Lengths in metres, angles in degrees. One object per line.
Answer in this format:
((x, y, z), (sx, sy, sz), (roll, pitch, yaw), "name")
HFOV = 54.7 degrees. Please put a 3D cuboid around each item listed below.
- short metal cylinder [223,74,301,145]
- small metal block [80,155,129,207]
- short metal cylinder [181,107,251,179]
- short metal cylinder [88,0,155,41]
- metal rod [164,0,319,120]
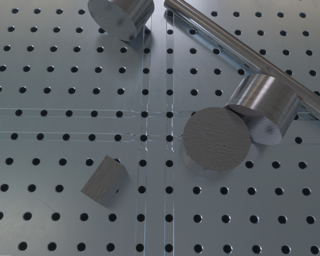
((0.127, -0.022, 0.392), (0.080, 0.080, 0.050), (33, 74, 11), "short metal cylinder")
((-0.065, 0.066, 0.374), (0.025, 0.050, 0.050), (31, 73, 10), "small metal block")
((0.067, 0.020, 0.391), (0.081, 0.050, 0.080), (0, 70, -1), "short metal cylinder")
((-0.055, -0.172, 0.445), (0.080, 0.080, 0.050), (27, 73, 9), "short metal cylinder")
((0.126, -0.105, 0.451), (0.300, 0.025, 0.025), (40, 75, 13), "metal rod")
